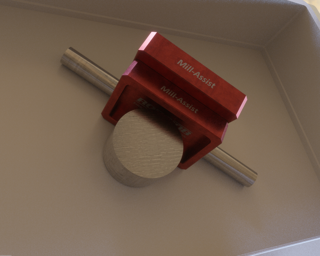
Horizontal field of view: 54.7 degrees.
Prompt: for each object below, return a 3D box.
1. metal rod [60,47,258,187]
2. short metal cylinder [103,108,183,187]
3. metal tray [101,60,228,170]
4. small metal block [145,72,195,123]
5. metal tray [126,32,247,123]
[{"bbox_3d":[0.003,-0.011,0.415,0.301,0.025,0.025,34,51,-6],"label":"metal rod"},{"bbox_3d":[-0.020,0.024,0.356,0.081,0.050,0.080,9,66,-19],"label":"short metal cylinder"},{"bbox_3d":[0.003,-0.010,0.371,0.130,0.090,0.030,34,51,-7],"label":"metal tray"},{"bbox_3d":[0.015,-0.043,0.440,0.050,0.025,0.050,35,51,-5],"label":"small metal block"},{"bbox_3d":[0.026,-0.047,0.374,0.130,0.090,0.030,34,68,-7],"label":"metal tray"}]
